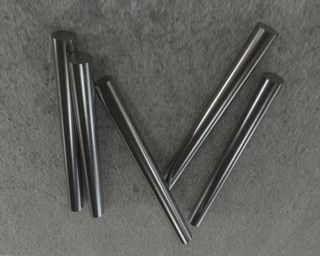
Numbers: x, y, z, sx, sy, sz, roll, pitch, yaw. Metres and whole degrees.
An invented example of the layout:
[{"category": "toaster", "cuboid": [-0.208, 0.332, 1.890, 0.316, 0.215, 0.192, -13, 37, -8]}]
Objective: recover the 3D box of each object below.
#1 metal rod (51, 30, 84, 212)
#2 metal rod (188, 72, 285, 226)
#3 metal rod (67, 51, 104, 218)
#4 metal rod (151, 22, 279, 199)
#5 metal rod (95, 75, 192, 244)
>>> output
[{"category": "metal rod", "cuboid": [-0.120, 0.016, 0.418, 0.025, 0.025, 0.298, 5, 130, -5]}, {"category": "metal rod", "cuboid": [0.097, 0.052, 0.453, 0.025, 0.025, 0.298, 10, 129, -9]}, {"category": "metal rod", "cuboid": [-0.095, 0.034, 0.423, 0.025, 0.025, 0.298, 3, 134, -3]}, {"category": "metal rod", "cuboid": [0.055, 0.002, 0.409, 0.025, 0.025, 0.298, 17, 128, -15]}, {"category": "metal rod", "cuboid": [-0.013, 0.063, 0.435, 0.025, 0.025, 0.299, -17, 121, 13]}]
